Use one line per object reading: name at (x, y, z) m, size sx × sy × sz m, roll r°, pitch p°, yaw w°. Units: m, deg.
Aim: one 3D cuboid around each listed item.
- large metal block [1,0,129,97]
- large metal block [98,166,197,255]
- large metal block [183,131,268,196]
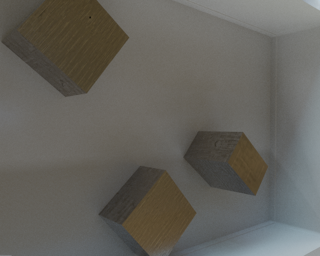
large metal block at (-0.092, -0.089, 0.313) m, size 0.080 × 0.050 × 0.080 m, roll 45°, pitch 63°, yaw -31°
large metal block at (-0.013, 0.105, 0.380) m, size 0.080 × 0.050 × 0.080 m, roll -49°, pitch 119°, yaw -29°
large metal block at (0.096, 0.050, 0.451) m, size 0.080 × 0.080 × 0.050 m, roll 47°, pitch 62°, yaw -30°
